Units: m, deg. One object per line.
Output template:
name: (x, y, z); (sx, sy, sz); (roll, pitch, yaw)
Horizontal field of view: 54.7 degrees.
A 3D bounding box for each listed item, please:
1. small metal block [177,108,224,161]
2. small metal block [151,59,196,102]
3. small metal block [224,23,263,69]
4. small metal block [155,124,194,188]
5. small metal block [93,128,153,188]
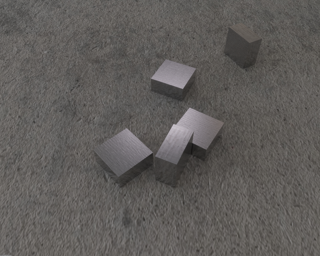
small metal block: (0.047, 0.007, 0.397); (0.050, 0.025, 0.050); (26, 55, 20)
small metal block: (0.021, -0.072, 0.464); (0.050, 0.025, 0.050); (21, 53, 16)
small metal block: (0.132, -0.132, 0.499); (0.025, 0.050, 0.050); (-23, 54, -18)
small metal block: (0.017, 0.033, 0.359); (0.025, 0.050, 0.050); (20, 53, 16)
small metal block: (-0.044, 0.035, 0.373); (0.050, 0.025, 0.050); (-34, 58, -25)
